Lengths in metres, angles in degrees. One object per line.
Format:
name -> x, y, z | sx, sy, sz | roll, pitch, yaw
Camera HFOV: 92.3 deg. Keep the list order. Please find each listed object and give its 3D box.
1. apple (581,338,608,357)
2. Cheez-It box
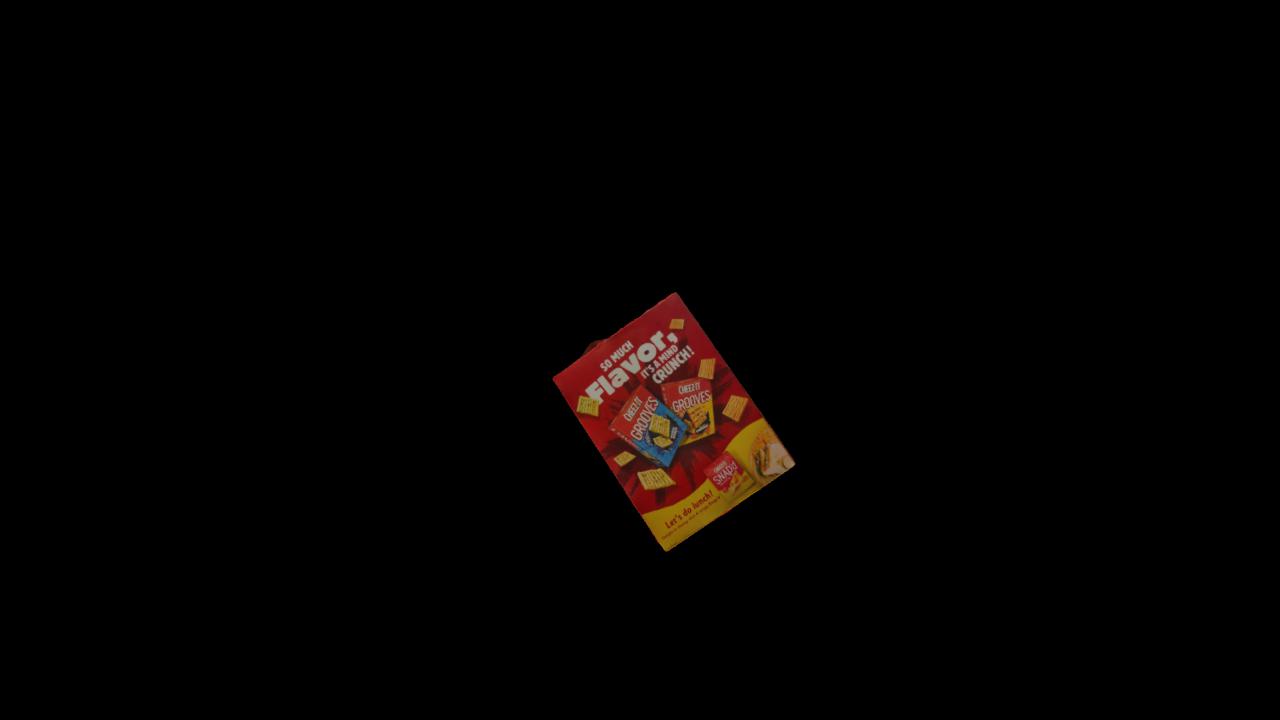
apple -> -0.044, 0.021, 0.769 | 0.079, 0.093, 0.079 | 5, 24, -2
Cheez-It box -> 0.035, 0.065, 0.668 | 0.166, 0.223, 0.071 | -35, -6, 3
